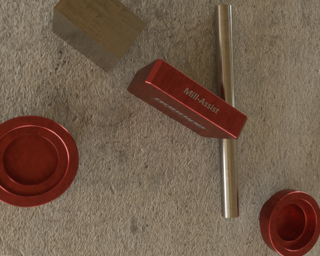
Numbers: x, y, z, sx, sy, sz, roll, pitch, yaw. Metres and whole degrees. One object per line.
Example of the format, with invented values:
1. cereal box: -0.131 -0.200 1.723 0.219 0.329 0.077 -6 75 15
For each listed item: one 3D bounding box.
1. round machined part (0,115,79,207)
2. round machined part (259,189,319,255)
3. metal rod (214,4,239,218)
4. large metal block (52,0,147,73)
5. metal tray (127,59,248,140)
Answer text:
1. round machined part: -0.144 0.035 0.347 0.099 0.042 0.097 0 90 -20
2. round machined part: 0.192 0.141 0.472 0.099 0.042 0.097 0 90 -20
3. metal rod: 0.096 -0.023 0.444 0.025 0.025 0.298 -3 91 -20
4. large metal block: -0.072 -0.114 0.353 0.080 0.080 0.050 37 78 -17
5. metal tray: 0.031 -0.031 0.386 0.131 0.090 0.030 30 80 -18
